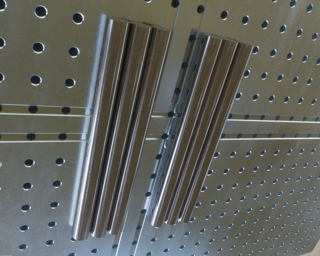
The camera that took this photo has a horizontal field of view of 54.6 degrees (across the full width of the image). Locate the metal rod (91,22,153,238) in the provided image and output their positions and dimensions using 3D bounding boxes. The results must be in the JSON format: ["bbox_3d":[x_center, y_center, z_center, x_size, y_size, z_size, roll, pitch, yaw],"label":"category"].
[{"bbox_3d":[-0.055,0.021,0.392,0.025,0.025,0.298,1,118,-29],"label":"metal rod"}]

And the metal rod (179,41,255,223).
[{"bbox_3d":[0.075,0.021,0.463,0.025,0.025,0.298,1,118,-29],"label":"metal rod"}]

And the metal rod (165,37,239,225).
[{"bbox_3d":[0.052,0.020,0.450,0.025,0.025,0.298,1,118,-29],"label":"metal rod"}]

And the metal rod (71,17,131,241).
[{"bbox_3d":[-0.078,0.020,0.380,0.025,0.025,0.298,1,118,-29],"label":"metal rod"}]

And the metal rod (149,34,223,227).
[{"bbox_3d":[0.030,0.020,0.438,0.025,0.025,0.298,1,118,-29],"label":"metal rod"}]

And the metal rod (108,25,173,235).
[{"bbox_3d":[-0.033,0.021,0.404,0.025,0.025,0.298,1,118,-29],"label":"metal rod"}]
